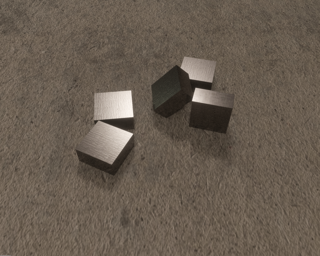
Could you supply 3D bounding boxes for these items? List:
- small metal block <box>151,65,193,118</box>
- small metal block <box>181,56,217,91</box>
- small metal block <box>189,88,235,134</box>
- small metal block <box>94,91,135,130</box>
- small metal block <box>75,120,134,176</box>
[{"bbox_3d":[0.016,-0.050,0.427,0.025,0.050,0.050,30,38,-35],"label":"small metal block"},{"bbox_3d":[0.056,-0.080,0.471,0.050,0.025,0.050,11,51,8],"label":"small metal block"},{"bbox_3d":[0.067,-0.022,0.406,0.050,0.050,0.025,11,51,9],"label":"small metal block"},{"bbox_3d":[-0.062,-0.023,0.422,0.050,0.025,0.050,-5,50,-5],"label":"small metal block"},{"bbox_3d":[-0.066,0.024,0.382,0.050,0.025,0.050,21,53,16],"label":"small metal block"}]
